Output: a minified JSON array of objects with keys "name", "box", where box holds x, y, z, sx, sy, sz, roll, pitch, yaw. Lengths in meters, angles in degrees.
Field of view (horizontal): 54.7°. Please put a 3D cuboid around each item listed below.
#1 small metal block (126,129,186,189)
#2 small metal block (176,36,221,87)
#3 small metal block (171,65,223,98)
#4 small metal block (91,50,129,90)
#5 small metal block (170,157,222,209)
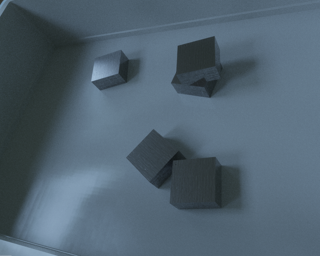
[{"name":"small metal block","box":[-0.005,0.038,0.384,0.050,0.025,0.050,-46,52,-5]},{"name":"small metal block","box":[0.050,-0.086,0.399,0.050,0.025,0.050,-9,58,22]},{"name":"small metal block","box":[0.051,-0.072,0.422,0.050,0.025,0.050,13,68,33]},{"name":"small metal block","box":[-0.081,-0.094,0.504,0.050,0.025,0.050,-12,57,21]},{"name":"small metal block","box":[0.041,0.062,0.345,0.050,0.025,0.050,-8,58,23]}]
